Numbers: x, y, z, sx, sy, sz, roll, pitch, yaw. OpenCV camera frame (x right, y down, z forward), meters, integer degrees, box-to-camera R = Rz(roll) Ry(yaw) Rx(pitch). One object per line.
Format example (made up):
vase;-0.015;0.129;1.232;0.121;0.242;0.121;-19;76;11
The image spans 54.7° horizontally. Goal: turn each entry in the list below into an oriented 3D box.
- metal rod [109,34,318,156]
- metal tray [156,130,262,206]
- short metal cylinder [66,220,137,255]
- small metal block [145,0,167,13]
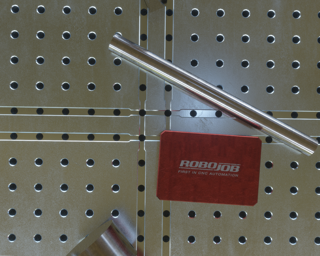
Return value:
metal rod;0.071;-0.044;0.414;0.301;0.025;0.025;28;90;-1
metal tray;0.063;0.052;0.412;0.131;0.030;0.089;4;90;-1
short metal cylinder;-0.076;0.161;0.385;0.080;0.080;0.050;-38;90;0
small metal block;-0.012;-0.186;0.401;0.025;0.050;0.050;-22;90;0
